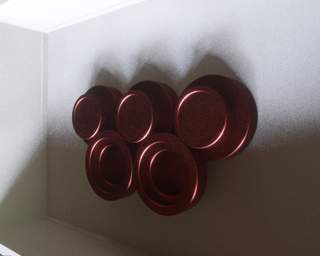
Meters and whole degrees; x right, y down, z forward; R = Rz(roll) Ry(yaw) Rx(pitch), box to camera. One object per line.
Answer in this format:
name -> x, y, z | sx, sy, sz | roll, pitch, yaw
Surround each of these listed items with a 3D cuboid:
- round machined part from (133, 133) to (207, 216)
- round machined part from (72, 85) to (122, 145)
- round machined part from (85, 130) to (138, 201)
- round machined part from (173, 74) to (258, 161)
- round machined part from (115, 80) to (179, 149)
round machined part -> 0.016, 0.054, 0.380 | 0.098, 0.042, 0.097 | 0, 90, 40
round machined part -> -0.097, -0.017, 0.472 | 0.098, 0.042, 0.097 | -1, 88, 39
round machined part -> -0.060, 0.052, 0.443 | 0.098, 0.042, 0.097 | 0, 90, 40
round machined part -> 0.054, -0.011, 0.348 | 0.098, 0.042, 0.097 | -1, 89, 40
round machined part -> -0.021, -0.015, 0.411 | 0.098, 0.042, 0.097 | -1, 89, 40
